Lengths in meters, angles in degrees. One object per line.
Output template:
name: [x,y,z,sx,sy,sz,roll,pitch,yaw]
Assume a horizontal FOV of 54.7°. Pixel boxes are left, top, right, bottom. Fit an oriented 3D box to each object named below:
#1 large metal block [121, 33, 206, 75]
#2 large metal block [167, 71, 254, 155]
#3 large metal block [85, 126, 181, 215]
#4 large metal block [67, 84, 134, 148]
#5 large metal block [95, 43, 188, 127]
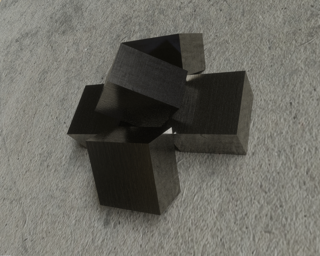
large metal block: [0.008,-0.096,0.416,0.080,0.080,0.050,0,105,28]
large metal block: [0.060,-0.017,0.364,0.080,0.050,0.080,0,62,28]
large metal block: [-0.028,0.044,0.349,0.080,0.079,0.050,1,19,29]
large metal block: [-0.071,-0.015,0.434,0.080,0.050,0.080,0,62,27]
large metal block: [-0.024,-0.043,0.365,0.080,0.080,0.050,136,151,-61]
